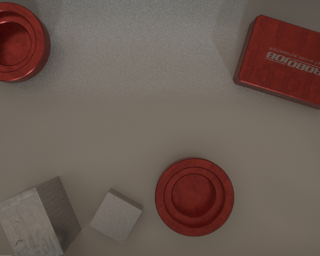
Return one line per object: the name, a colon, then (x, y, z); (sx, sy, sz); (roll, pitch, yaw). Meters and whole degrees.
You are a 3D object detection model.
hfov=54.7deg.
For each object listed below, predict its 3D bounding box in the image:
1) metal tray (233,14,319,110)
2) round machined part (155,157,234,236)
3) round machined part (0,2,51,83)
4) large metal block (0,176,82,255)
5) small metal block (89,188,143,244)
metal tray: (0.174, -0.085, 0.411); (0.131, 0.030, 0.090); (17, 90, -1)
round machined part: (0.043, 0.086, 0.404); (0.099, 0.042, 0.097); (0, 90, -1)
round machined part: (-0.190, -0.106, 0.400); (0.099, 0.042, 0.097); (0, 90, -1)
large metal block: (-0.145, 0.112, 0.382); (0.050, 0.080, 0.080); (-23, 90, 0)
small metal block: (-0.057, 0.116, 0.411); (0.050, 0.025, 0.050); (30, 90, -1)
